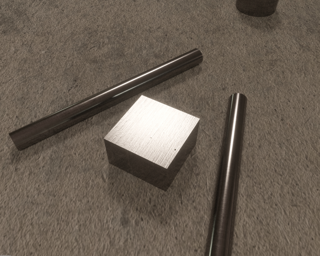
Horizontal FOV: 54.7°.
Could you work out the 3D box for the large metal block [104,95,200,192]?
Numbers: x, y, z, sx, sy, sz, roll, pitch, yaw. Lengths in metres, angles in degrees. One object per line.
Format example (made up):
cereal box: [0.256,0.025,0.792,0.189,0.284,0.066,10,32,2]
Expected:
large metal block: [-0.008,0.016,0.373,0.080,0.050,0.080,24,54,18]

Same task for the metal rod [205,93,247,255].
metal rod: [0.074,0.071,0.344,0.025,0.025,0.300,11,51,9]

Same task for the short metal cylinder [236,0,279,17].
short metal cylinder: [0.195,-0.263,0.611,0.081,0.050,0.080,0,50,0]

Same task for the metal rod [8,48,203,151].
metal rod: [-0.061,-0.050,0.444,0.302,0.025,0.025,-29,56,-23]
